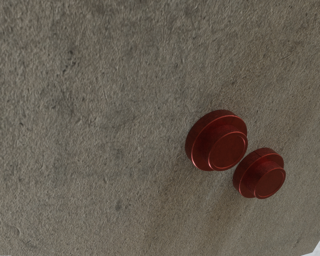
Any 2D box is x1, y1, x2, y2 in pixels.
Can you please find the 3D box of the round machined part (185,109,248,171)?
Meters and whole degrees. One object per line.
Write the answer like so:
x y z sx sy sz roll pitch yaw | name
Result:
0.090 0.025 0.460 0.099 0.042 0.097 -14 124 -21 | round machined part

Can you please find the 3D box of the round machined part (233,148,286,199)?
0.182 0.087 0.548 0.099 0.042 0.097 -14 124 -21 | round machined part
